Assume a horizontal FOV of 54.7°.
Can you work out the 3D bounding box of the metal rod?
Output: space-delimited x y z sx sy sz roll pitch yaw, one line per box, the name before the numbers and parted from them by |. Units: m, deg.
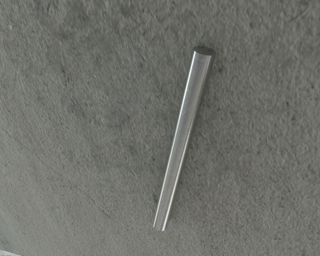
metal rod | 0.024 0.037 0.415 0.025 0.025 0.298 22 127 15
